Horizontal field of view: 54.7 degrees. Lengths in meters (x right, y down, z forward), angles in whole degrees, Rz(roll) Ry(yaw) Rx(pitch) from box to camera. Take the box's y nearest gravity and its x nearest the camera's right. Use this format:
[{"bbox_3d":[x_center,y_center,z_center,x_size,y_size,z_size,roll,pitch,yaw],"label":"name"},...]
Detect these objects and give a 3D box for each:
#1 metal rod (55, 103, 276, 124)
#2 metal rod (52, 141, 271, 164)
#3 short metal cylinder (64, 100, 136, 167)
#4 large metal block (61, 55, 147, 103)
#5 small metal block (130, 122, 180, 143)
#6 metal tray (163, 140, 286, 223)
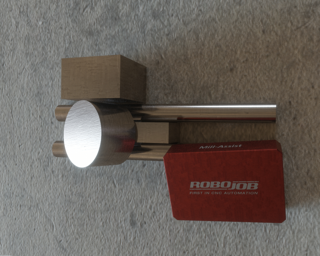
[{"bbox_3d":[-0.006,-0.020,0.412,0.301,0.025,0.025,1,90,19],"label":"metal rod"},{"bbox_3d":[-0.011,0.031,0.413,0.301,0.025,0.025,0,90,19],"label":"metal rod"},{"bbox_3d":[-0.076,0.007,0.385,0.080,0.050,0.080,-2,87,43],"label":"short metal cylinder"},{"bbox_3d":[-0.070,-0.060,0.405,0.080,0.080,0.050,1,91,19],"label":"large metal block"},{"bbox_3d":[-0.005,0.005,0.397,0.050,0.050,0.025,1,91,19],"label":"small metal block"},{"bbox_3d":[0.076,0.064,0.365,0.130,0.030,0.089,-4,106,18],"label":"metal tray"}]
